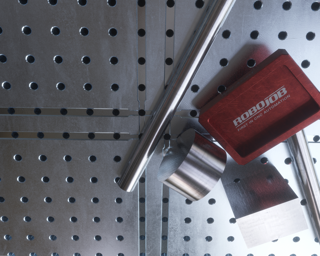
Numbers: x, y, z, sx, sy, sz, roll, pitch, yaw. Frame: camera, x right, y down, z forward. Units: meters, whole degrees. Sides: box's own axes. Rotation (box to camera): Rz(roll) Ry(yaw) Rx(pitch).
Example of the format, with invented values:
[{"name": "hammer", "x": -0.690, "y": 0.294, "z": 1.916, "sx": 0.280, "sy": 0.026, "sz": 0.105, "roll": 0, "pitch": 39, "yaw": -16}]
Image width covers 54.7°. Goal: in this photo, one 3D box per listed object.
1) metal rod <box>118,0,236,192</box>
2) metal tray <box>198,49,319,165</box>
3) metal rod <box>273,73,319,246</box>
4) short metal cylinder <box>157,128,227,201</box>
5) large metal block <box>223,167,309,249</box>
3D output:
[{"name": "metal rod", "x": 0.018, "y": -0.042, "z": 0.398, "sx": 0.025, "sy": 0.025, "sz": 0.298, "roll": 25, "pitch": 108, "yaw": -9}, {"name": "metal tray", "x": 0.125, "y": -0.022, "z": 0.385, "sx": 0.130, "sy": 0.030, "sz": 0.090, "roll": -39, "pitch": 102, "yaw": 26}, {"name": "metal rod", "x": 0.208, "y": 0.063, "z": 0.439, "sx": 0.025, "sy": 0.025, "sz": 0.299, "roll": -22, "pitch": 109, "yaw": 7}, {"name": "short metal cylinder", "x": 0.040, "y": 0.047, "z": 0.402, "sx": 0.050, "sy": 0.080, "sz": 0.080, "roll": 34, "pitch": 106, "yaw": -12}, {"name": "large metal block", "x": 0.141, "y": 0.107, "z": 0.426, "sx": 0.080, "sy": 0.080, "sz": 0.050, "roll": -22, "pitch": 109, "yaw": 7}]
